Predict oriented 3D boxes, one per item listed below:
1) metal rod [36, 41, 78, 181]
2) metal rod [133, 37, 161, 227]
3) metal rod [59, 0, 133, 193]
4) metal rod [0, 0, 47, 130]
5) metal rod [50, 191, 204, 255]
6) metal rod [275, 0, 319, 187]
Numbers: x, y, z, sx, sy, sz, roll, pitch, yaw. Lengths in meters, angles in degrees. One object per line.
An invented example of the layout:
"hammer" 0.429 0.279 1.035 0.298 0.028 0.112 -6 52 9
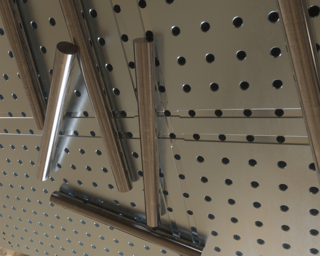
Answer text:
"metal rod" -0.167 -0.004 0.480 0.025 0.025 0.298 35 134 5
"metal rod" -0.015 0.026 0.435 0.025 0.025 0.298 12 124 22
"metal rod" -0.083 -0.035 0.434 0.025 0.025 0.298 3 120 27
"metal rod" -0.203 -0.132 0.437 0.025 0.025 0.298 9 122 24
"metal rod" -0.069 0.170 0.552 0.301 0.025 0.025 15 124 20
"metal rod" 0.157 -0.020 0.315 0.025 0.025 0.299 -10 114 32
